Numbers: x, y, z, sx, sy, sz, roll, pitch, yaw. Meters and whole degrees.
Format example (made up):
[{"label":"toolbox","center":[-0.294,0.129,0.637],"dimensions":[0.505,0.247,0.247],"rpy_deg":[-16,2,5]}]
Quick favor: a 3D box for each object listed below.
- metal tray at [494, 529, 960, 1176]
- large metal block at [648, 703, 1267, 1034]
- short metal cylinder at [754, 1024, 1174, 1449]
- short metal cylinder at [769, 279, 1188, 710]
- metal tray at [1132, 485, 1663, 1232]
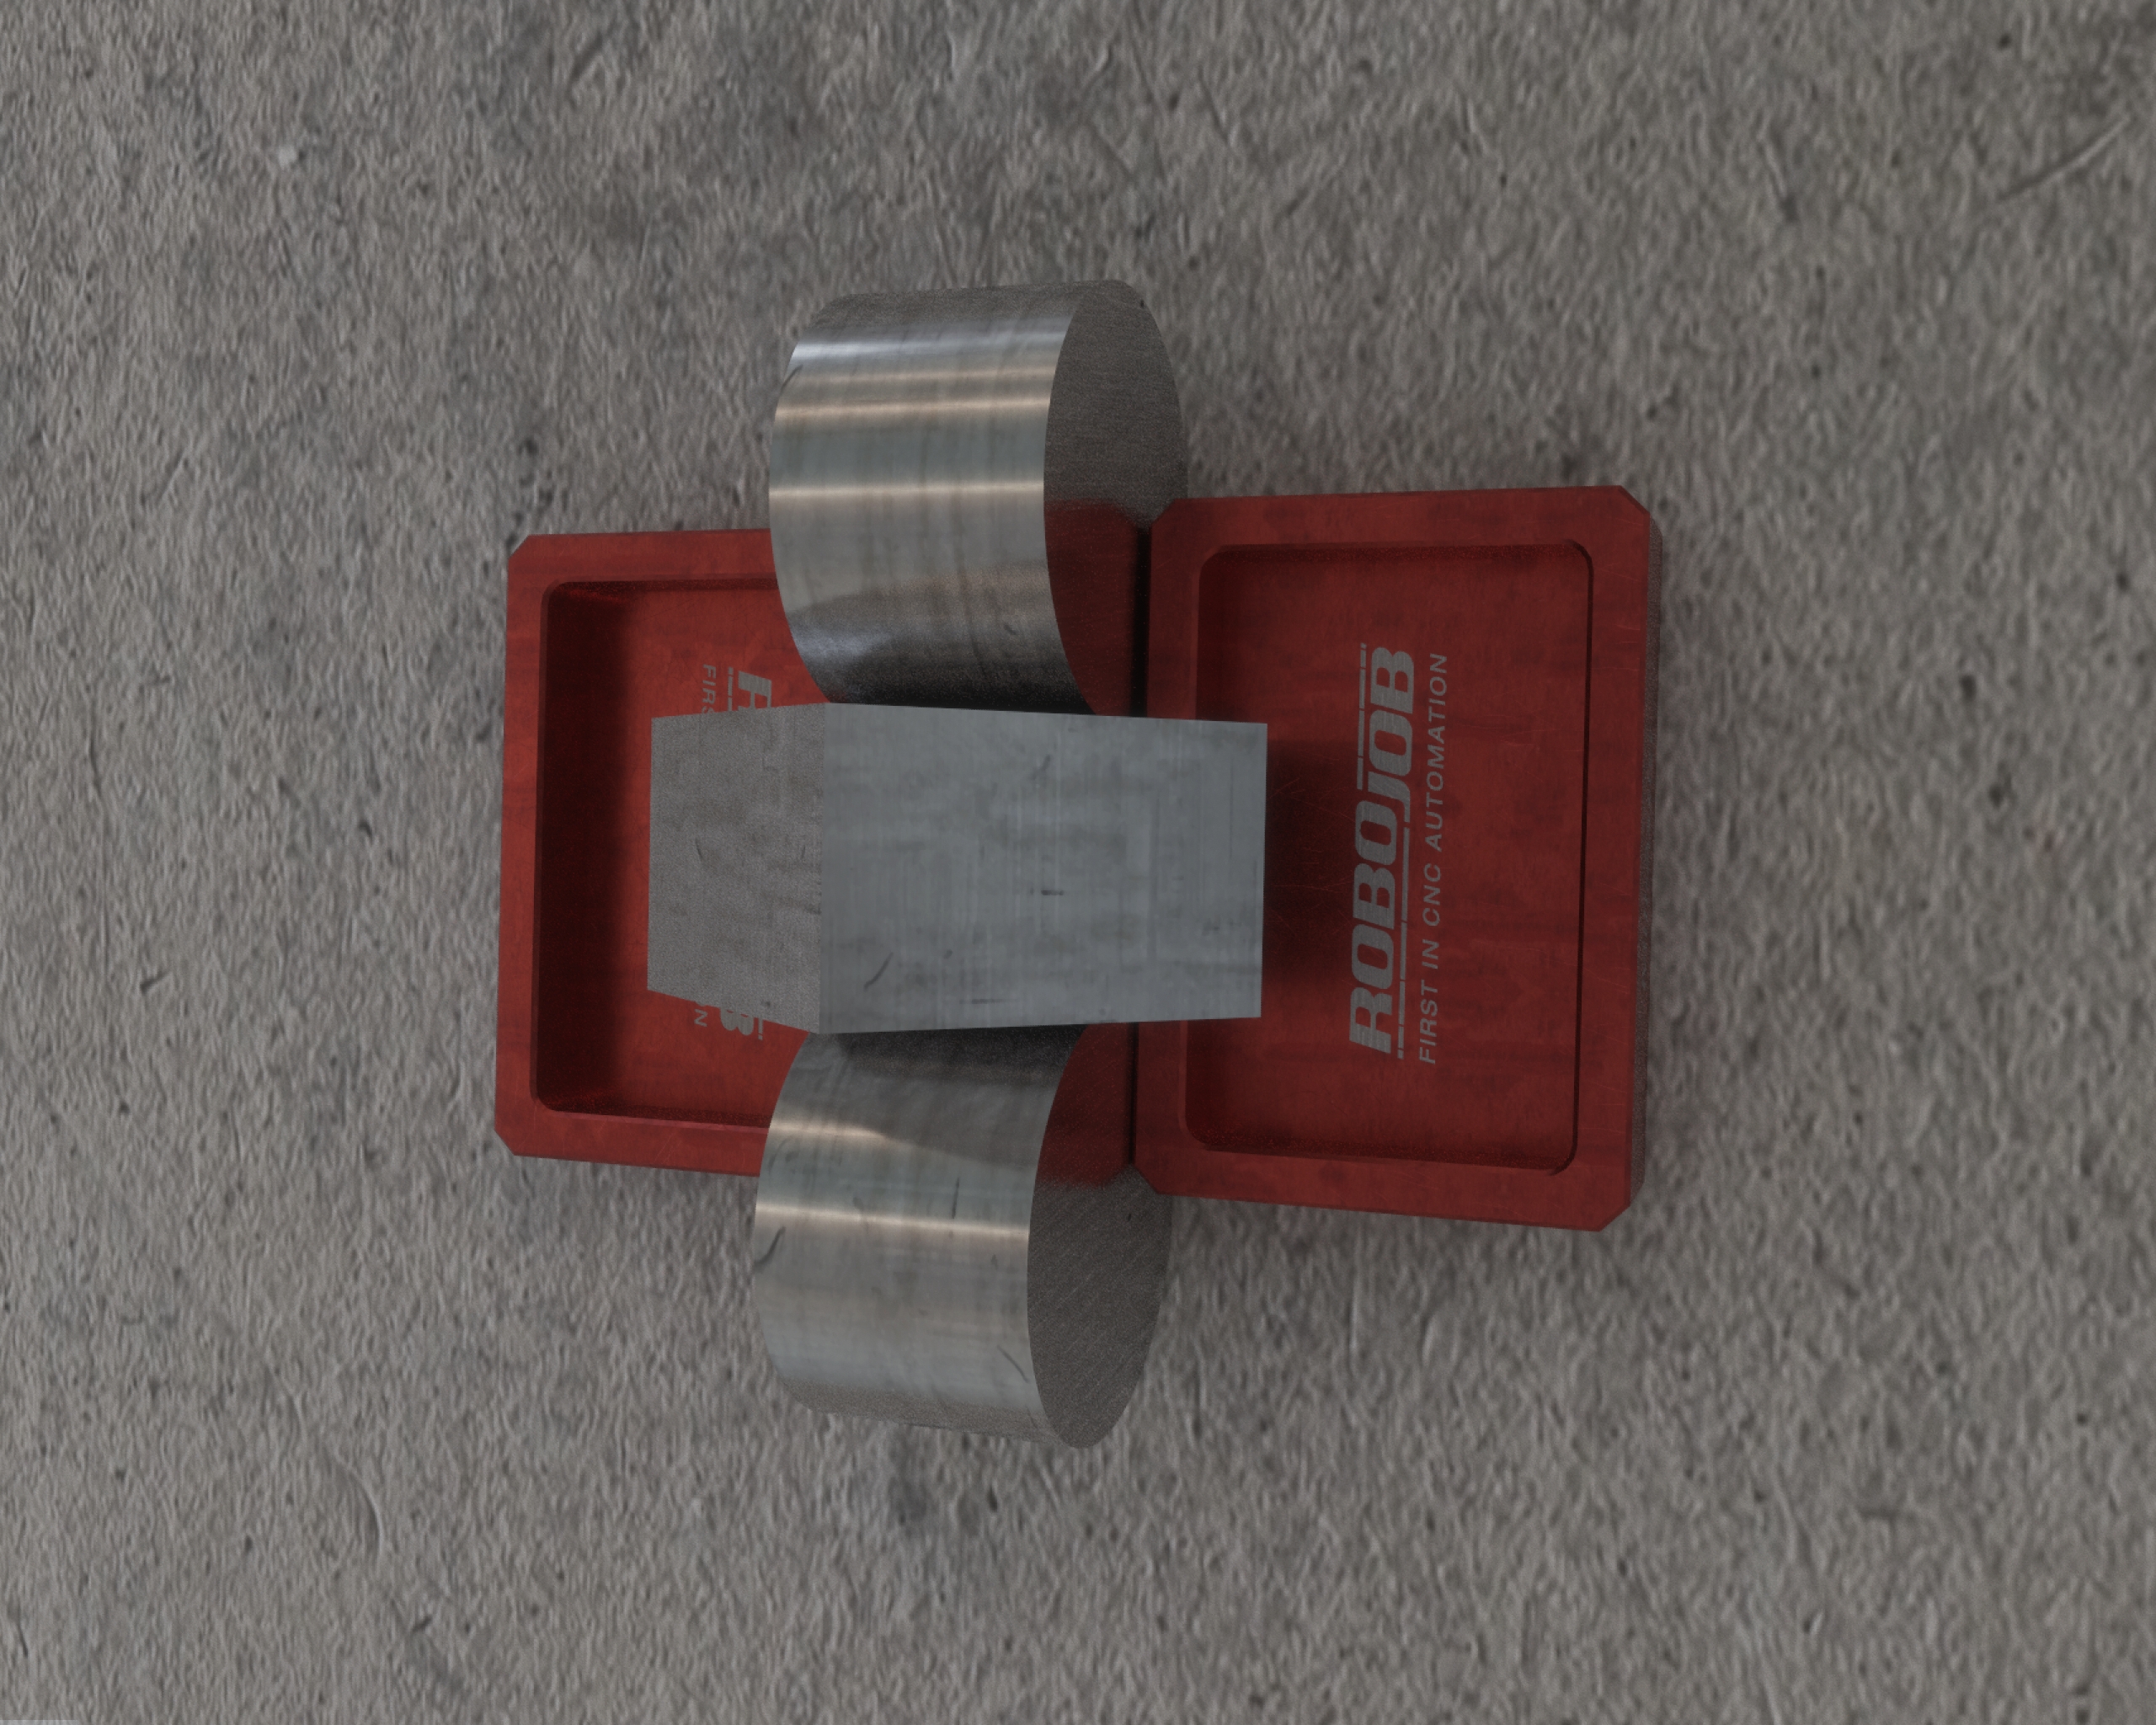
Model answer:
[{"label":"metal tray","center":[-0.073,-0.002,0.434],"dimensions":[0.090,0.030,0.129],"rpy_deg":[2,91,19]},{"label":"large metal block","center":[-0.023,0.000,0.367],"dimensions":[0.080,0.081,0.050],"rpy_deg":[3,93,60]},{"label":"short metal cylinder","center":[-0.018,0.065,0.387],"dimensions":[0.050,0.080,0.079],"rpy_deg":[2,91,20]},{"label":"short metal cylinder","center":[-0.015,-0.065,0.386],"dimensions":[0.050,0.080,0.079],"rpy_deg":[2,91,20]},{"label":"metal tray","center":[0.059,-0.002,0.387],"dimensions":[0.090,0.030,0.129],"rpy_deg":[2,91,19]}]
